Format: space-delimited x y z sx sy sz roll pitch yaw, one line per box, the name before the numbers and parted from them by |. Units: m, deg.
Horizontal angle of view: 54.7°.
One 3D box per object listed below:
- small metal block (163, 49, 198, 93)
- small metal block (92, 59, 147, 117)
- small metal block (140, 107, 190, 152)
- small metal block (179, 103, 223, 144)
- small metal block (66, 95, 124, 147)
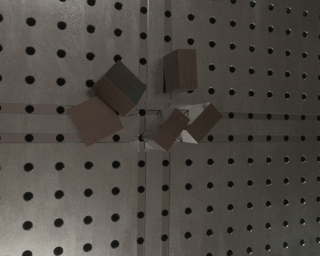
small metal block | 0.026 -0.074 0.410 0.025 0.050 0.050 -4 92 -20
small metal block | -0.048 -0.050 0.381 0.050 0.025 0.050 44 32 -15
small metal block | 0.006 0.002 0.403 0.025 0.050 0.050 39 77 -16
small metal block | 0.048 -0.007 0.418 0.050 0.050 0.025 -47 105 -14
small metal block | -0.081 -0.011 0.383 0.050 0.025 0.050 -29 100 -18
